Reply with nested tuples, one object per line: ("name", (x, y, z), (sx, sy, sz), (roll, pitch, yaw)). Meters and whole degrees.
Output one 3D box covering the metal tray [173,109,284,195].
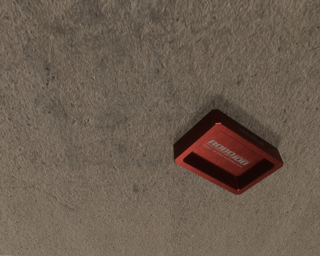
("metal tray", (0.096, 0.039, 0.438), (0.131, 0.030, 0.090), (30, 124, -24))
